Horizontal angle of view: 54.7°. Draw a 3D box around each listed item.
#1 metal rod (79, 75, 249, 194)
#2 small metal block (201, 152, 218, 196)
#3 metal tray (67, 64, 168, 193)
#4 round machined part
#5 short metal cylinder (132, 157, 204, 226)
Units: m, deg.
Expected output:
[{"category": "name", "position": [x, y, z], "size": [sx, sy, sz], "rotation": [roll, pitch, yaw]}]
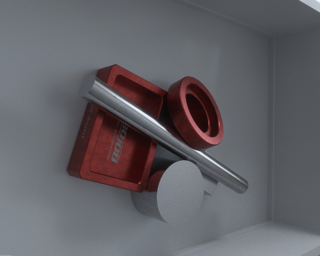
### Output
[{"category": "metal rod", "position": [0.028, 0.025, 0.393], "size": [0.301, 0.025, 0.025], "rotation": [34, 69, -38]}, {"category": "small metal block", "position": [0.064, 0.066, 0.460], "size": [0.050, 0.025, 0.050], "rotation": [39, 66, -34]}, {"category": "metal tray", "position": [-0.044, 0.003, 0.364], "size": [0.090, 0.030, 0.130], "rotation": [24, 75, -38]}, {"category": "round machined part", "position": [0.040, -0.016, 0.413], "size": [0.098, 0.042, 0.098], "rotation": [32, 45, -39]}, {"category": "short metal cylinder", "position": [0.011, 0.079, 0.399], "size": [0.081, 0.050, 0.079], "rotation": [0, 90, -40]}]
